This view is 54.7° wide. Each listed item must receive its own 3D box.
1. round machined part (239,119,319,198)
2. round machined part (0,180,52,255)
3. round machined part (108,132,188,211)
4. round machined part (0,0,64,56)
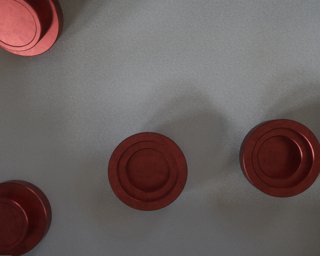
[{"bbox_3d":[0.152,0.037,0.404,0.099,0.042,0.097,0,90,0],"label":"round machined part"},{"bbox_3d":[-0.197,0.119,0.401,0.099,0.042,0.097,0,90,0],"label":"round machined part"},{"bbox_3d":[-0.015,0.054,0.403,0.099,0.042,0.097,0,90,0],"label":"round machined part"},{"bbox_3d":[-0.173,-0.133,0.378,0.099,0.042,0.097,0,125,0],"label":"round machined part"}]
